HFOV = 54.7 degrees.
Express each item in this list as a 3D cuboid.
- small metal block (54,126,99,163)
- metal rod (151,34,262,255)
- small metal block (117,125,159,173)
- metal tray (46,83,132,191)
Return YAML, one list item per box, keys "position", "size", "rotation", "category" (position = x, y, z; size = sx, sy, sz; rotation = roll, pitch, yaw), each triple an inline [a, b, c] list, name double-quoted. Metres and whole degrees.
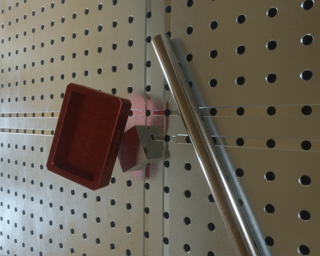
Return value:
- position: [-0.135, 0.028, 0.499]
  size: [0.050, 0.050, 0.025]
  rotation: [-58, 45, 24]
  category: "small metal block"
- position: [0.051, 0.018, 0.365]
  size: [0.025, 0.025, 0.299]
  rotation: [-32, 70, 35]
  category: "metal rod"
- position: [-0.035, 0.029, 0.436]
  size: [0.050, 0.025, 0.050]
  rotation: [-32, 71, 35]
  category: "small metal block"
- position: [-0.101, 0.011, 0.435]
  size: [0.090, 0.030, 0.129]
  rotation: [19, 97, 20]
  category: "metal tray"
